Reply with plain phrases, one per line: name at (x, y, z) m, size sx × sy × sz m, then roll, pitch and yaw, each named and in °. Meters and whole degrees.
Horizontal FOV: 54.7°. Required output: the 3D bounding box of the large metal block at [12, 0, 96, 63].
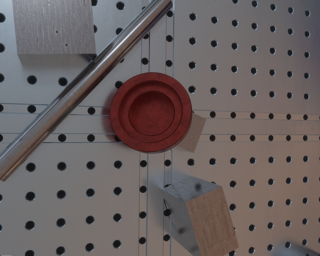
large metal block at (-0.121, -0.119, 0.354) m, size 0.081 × 0.050 × 0.079 m, roll -5°, pitch 92°, yaw -20°

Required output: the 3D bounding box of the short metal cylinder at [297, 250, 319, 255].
short metal cylinder at (0.255, 0.244, 0.494) m, size 0.081 × 0.050 × 0.079 m, roll 0°, pitch 90°, yaw -20°

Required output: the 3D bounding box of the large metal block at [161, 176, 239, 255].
large metal block at (0.049, 0.114, 0.402) m, size 0.050 × 0.080 × 0.080 m, roll -19°, pitch 97°, yaw -19°

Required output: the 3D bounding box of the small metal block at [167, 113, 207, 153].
small metal block at (0.029, 0.001, 0.423) m, size 0.050 × 0.025 × 0.050 m, roll 24°, pitch 82°, yaw -19°

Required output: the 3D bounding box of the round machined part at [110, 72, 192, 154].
round machined part at (-0.009, -0.016, 0.386) m, size 0.099 × 0.042 × 0.098 m, roll -1°, pitch 79°, yaw 7°

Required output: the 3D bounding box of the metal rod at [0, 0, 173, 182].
metal rod at (-0.088, -0.059, 0.380) m, size 0.025 × 0.025 × 0.300 m, roll 44°, pitch 76°, yaw -15°
